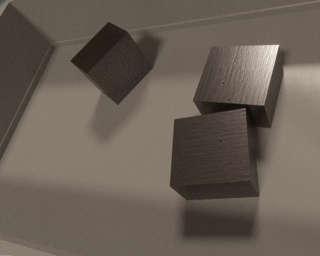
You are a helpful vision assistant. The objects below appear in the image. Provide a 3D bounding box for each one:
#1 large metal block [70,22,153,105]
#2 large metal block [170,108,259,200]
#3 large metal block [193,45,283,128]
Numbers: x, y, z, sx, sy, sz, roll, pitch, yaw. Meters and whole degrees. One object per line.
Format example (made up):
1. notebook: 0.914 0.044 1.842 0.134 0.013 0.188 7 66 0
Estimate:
1. large metal block: -0.070 -0.095 0.464 0.080 0.080 0.050 -48 52 -5
2. large metal block: 0.060 0.031 0.338 0.080 0.050 0.080 -9 58 23
3. large metal block: 0.096 -0.050 0.370 0.080 0.050 0.080 7 65 31
